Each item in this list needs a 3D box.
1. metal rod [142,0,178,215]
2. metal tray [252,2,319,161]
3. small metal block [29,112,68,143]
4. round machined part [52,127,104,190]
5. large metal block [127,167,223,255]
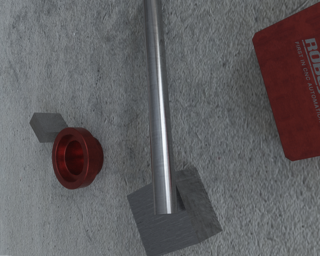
[{"bbox_3d":[-0.003,-0.052,0.369,0.025,0.025,0.299,-19,66,38],"label":"metal rod"},{"bbox_3d":[0.146,-0.042,0.281,0.090,0.030,0.129,-20,78,38],"label":"metal tray"},{"bbox_3d":[-0.194,-0.001,0.549,0.050,0.050,0.025,51,120,28],"label":"small metal block"},{"bbox_3d":[-0.129,0.047,0.501,0.098,0.042,0.097,0,90,40],"label":"round machined part"},{"bbox_3d":[0.016,0.103,0.376,0.080,0.050,0.080,-34,69,35],"label":"large metal block"}]
